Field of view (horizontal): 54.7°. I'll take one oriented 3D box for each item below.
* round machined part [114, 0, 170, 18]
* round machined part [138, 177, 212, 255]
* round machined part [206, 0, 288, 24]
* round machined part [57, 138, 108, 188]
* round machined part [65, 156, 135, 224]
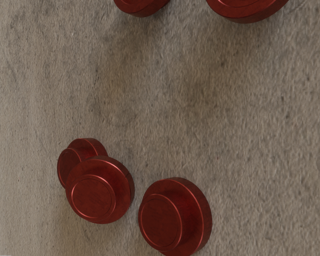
[{"bbox_3d":[-0.016,-0.194,0.405,0.098,0.042,0.097,0,90,39],"label":"round machined part"},{"bbox_3d":[0.011,0.112,0.383,0.098,0.042,0.097,0,90,39],"label":"round machined part"},{"bbox_3d":[0.096,-0.155,0.314,0.098,0.042,0.097,0,90,39],"label":"round machined part"},{"bbox_3d":[-0.128,0.065,0.497,0.098,0.042,0.097,0,90,39],"label":"round machined part"},{"bbox_3d":[-0.088,0.091,0.437,0.098,0.042,0.097,2,101,10],"label":"round machined part"}]
